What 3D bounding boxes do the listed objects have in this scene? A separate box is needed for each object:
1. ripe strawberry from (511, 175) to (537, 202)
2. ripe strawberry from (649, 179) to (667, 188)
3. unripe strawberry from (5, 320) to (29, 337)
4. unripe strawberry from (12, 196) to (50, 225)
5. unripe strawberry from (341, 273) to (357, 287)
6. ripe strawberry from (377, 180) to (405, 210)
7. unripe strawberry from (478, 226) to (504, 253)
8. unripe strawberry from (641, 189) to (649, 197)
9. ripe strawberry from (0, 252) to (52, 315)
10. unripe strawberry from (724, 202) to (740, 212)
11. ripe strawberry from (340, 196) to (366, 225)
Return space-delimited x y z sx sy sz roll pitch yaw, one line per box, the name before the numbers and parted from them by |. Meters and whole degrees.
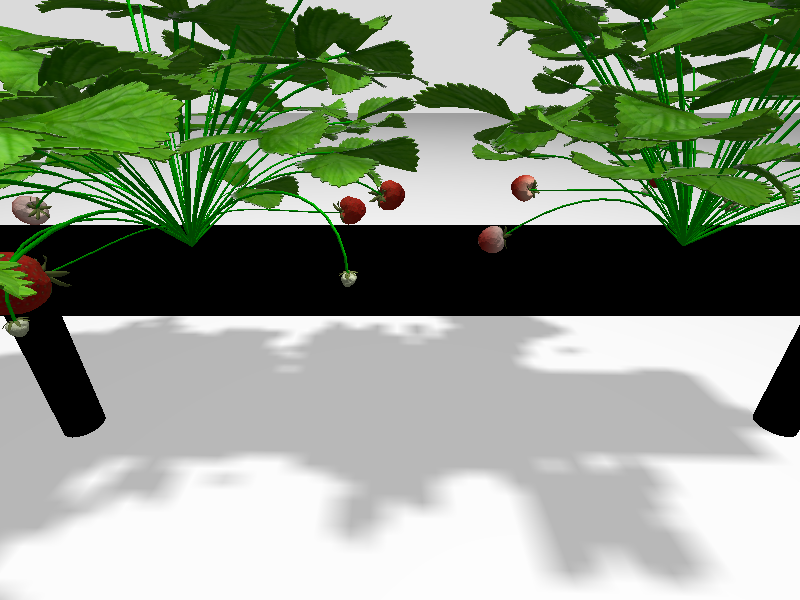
ripe strawberry | 0.161 -0.148 0.528 0.032 0.034 0.035 -13 29 -25
ripe strawberry | 0.374 -0.174 0.580 0.024 0.022 0.022 12 29 22
unripe strawberry | -0.210 0.016 0.220 0.009 0.010 0.010 3 27 6
unripe strawberry | -0.393 -0.094 0.425 0.032 0.031 0.030 -4 24 23
unripe strawberry | -0.034 -0.013 0.265 0.010 0.010 0.011 17 31 30
ripe strawberry | -0.009 -0.123 0.474 0.034 0.035 0.031 -8 26 -36
unripe strawberry | 0.078 -0.052 0.344 0.022 0.023 0.020 -13 27 0
unripe strawberry | 0.332 -0.145 0.542 0.010 0.011 0.011 9 28 18
ripe strawberry | -0.242 -0.008 0.244 0.038 0.040 0.041 10 29 20
unripe strawberry | 0.391 -0.113 0.471 0.018 0.018 0.016 -12 28 -42
ripe strawberry | -0.049 -0.095 0.423 0.028 0.030 0.026 -12 29 -24
